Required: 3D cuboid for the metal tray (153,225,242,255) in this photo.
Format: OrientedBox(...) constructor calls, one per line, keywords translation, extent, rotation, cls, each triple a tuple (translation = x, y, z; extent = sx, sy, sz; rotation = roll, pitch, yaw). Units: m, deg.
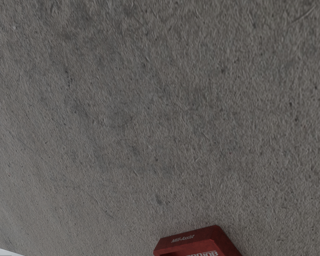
OrientedBox(translation=(0.063, 0.211, 0.501), extent=(0.130, 0.030, 0.090), rotation=(-29, 102, 37), cls="metal tray")
